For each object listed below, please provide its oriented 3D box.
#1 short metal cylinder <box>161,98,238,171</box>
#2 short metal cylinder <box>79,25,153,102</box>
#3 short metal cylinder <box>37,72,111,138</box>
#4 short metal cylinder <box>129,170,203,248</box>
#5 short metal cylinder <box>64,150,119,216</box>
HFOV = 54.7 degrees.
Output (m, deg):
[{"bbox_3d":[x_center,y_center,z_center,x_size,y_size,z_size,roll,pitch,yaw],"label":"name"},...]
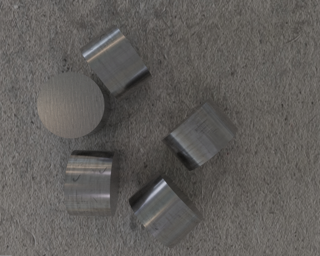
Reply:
[{"bbox_3d":[0.048,0.008,0.383,0.080,0.080,0.050,-41,90,0],"label":"short metal cylinder"},{"bbox_3d":[-0.053,-0.079,0.382,0.050,0.080,0.080,-37,90,0],"label":"short metal cylinder"},{"bbox_3d":[-0.107,-0.027,0.396,0.081,0.050,0.080,0,90,0],"label":"short metal cylinder"},{"bbox_3d":[0.008,0.099,0.382,0.050,0.080,0.080,-44,90,0],"label":"short metal cylinder"},{"bbox_3d":[-0.080,0.067,0.382,0.050,0.080,0.080,1,90,0],"label":"short metal cylinder"}]
